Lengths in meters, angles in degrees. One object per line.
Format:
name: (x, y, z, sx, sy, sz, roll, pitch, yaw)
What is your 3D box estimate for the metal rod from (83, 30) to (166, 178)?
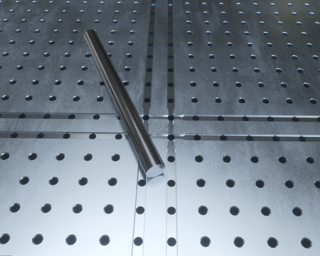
metal rod: (-0.063, -0.055, 0.453, 0.025, 0.025, 0.300, -18, 52, -14)
